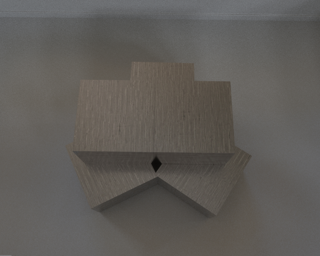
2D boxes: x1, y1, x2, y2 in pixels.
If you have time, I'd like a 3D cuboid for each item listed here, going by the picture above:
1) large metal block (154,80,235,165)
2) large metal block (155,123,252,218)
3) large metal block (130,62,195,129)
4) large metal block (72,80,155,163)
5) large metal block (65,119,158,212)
[{"bbox_3d":[0.035,-0.005,0.342,0.080,0.050,0.080,1,70,0],"label":"large metal block"},{"bbox_3d":[0.050,0.051,0.375,0.080,0.050,0.080,32,73,11],"label":"large metal block"},{"bbox_3d":[0.003,-0.039,0.409,0.080,0.050,0.080,2,70,0],"label":"large metal block"},{"bbox_3d":[-0.046,-0.006,0.343,0.080,0.050,0.080,1,70,0],"label":"large metal block"},{"bbox_3d":[-0.057,0.046,0.377,0.080,0.050,0.080,-25,72,-9],"label":"large metal block"}]
